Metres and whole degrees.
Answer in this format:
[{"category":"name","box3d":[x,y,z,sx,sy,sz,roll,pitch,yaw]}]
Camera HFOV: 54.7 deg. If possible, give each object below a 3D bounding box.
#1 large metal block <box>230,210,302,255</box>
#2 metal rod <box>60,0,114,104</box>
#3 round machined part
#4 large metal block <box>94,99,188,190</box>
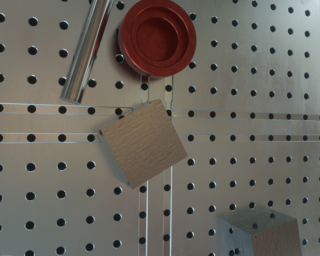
[{"category":"large metal block","box3d":[0.158,0.176,0.458,0.081,0.050,0.080,-11,94,-20]},{"category":"metal rod","box3d":[-0.066,-0.175,0.387,0.025,0.025,0.299,18,84,-19]},{"category":"round machined part","box3d":[-0.006,-0.113,0.401,0.099,0.042,0.097,0,90,-20]},{"category":"large metal block","box3d":[-0.024,0.018,0.390,0.080,0.050,0.080,-29,100,-18]}]
